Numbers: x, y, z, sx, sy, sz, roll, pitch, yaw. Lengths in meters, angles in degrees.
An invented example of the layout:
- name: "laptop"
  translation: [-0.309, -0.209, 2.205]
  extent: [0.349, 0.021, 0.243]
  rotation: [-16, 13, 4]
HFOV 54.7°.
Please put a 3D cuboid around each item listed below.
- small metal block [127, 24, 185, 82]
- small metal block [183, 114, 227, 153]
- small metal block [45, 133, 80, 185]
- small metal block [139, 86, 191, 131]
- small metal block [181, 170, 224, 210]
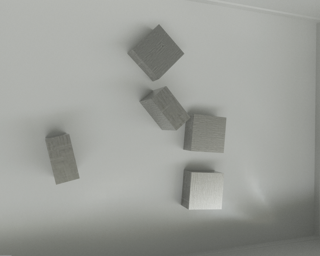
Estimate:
- name: "small metal block"
  translation: [-0.005, -0.098, 0.408]
  extent: [0.050, 0.025, 0.050]
  rotation: [47, 76, -14]
- name: "small metal block"
  translation: [0.063, 0.008, 0.433]
  extent: [0.050, 0.025, 0.050]
  rotation: [5, 88, -20]
- name: "small metal block"
  translation: [-0.113, 0.033, 0.356]
  extent: [0.025, 0.050, 0.050]
  rotation: [-14, 95, -19]
- name: "small metal block"
  translation: [0.005, -0.024, 0.399]
  extent: [0.025, 0.050, 0.050]
  rotation: [-42, 104, -15]
- name: "small metal block"
  translation: [0.059, 0.086, 0.432]
  extent: [0.050, 0.025, 0.050]
  rotation: [5, 88, -20]
